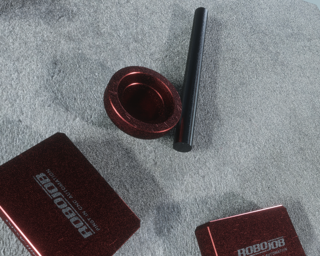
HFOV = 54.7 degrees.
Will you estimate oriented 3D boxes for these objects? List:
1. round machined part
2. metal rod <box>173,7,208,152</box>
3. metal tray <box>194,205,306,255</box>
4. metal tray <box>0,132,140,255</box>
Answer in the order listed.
[{"bbox_3d":[-0.025,-0.028,0.398,0.099,0.042,0.098,14,56,-21],"label":"round machined part"},{"bbox_3d":[0.053,-0.095,0.492,0.025,0.025,0.300,22,53,-15],"label":"metal rod"},{"bbox_3d":[0.114,0.150,0.373,0.131,0.030,0.090,-2,63,-30],"label":"metal tray"},{"bbox_3d":[-0.094,0.078,0.303,0.130,0.030,0.091,48,51,5],"label":"metal tray"}]
